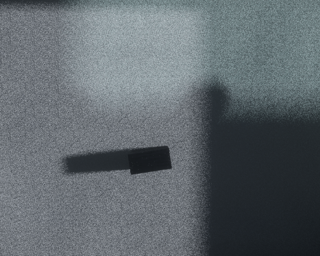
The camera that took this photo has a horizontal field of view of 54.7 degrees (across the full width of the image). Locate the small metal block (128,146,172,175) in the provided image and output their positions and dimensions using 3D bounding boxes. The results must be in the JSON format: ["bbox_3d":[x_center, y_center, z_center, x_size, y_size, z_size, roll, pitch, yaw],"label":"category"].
[{"bbox_3d":[-0.012,0.040,0.399,0.050,0.050,0.025,-9,90,0],"label":"small metal block"}]
